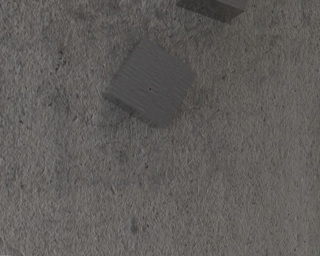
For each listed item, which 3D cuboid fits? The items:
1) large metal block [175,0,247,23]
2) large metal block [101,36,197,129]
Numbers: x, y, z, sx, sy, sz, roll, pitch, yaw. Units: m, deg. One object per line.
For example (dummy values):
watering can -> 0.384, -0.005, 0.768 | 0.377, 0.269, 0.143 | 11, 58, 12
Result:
large metal block -> 0.075, -0.202, 0.423 | 0.081, 0.050, 0.080 | 12, 86, -20
large metal block -> -0.014, -0.054, 0.390 | 0.080, 0.050, 0.080 | 32, 80, -17
